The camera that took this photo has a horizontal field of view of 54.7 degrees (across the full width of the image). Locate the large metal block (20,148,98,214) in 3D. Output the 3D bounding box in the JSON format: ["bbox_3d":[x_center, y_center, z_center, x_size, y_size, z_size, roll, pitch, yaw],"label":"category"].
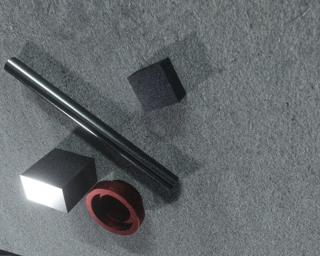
[{"bbox_3d":[-0.161,0.082,0.505,0.080,0.080,0.050,12,124,21],"label":"large metal block"}]

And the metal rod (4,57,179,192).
[{"bbox_3d":[-0.101,-0.007,0.453,0.301,0.025,0.025,36,129,3],"label":"metal rod"}]

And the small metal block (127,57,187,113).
[{"bbox_3d":[-0.004,-0.051,0.376,0.050,0.025,0.050,-16,110,34],"label":"small metal block"}]

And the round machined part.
[{"bbox_3d":[-0.068,0.124,0.507,0.098,0.042,0.097,13,124,20],"label":"round machined part"}]
